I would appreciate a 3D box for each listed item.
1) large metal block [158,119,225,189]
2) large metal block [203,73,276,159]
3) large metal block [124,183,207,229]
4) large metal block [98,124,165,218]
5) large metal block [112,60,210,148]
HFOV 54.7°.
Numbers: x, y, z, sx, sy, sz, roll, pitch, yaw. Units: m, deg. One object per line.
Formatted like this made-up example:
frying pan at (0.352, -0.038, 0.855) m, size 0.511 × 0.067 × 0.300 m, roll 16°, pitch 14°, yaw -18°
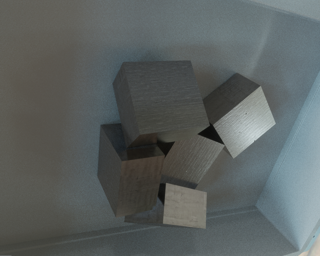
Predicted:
large metal block at (0.028, 0.033, 0.430) m, size 0.080 × 0.050 × 0.080 m, roll 21°, pitch 107°, yaw -36°
large metal block at (0.107, -0.017, 0.441) m, size 0.080 × 0.050 × 0.080 m, roll -40°, pitch 130°, yaw -2°
large metal block at (0.008, 0.112, 0.439) m, size 0.080 × 0.080 × 0.050 m, roll 21°, pitch 65°, yaw -38°
large metal block at (-0.040, 0.048, 0.381) m, size 0.050 × 0.080 × 0.079 m, roll -6°, pitch 121°, yaw -26°
large metal block at (-0.001, -0.027, 0.348) m, size 0.081 × 0.080 × 0.050 m, roll -7°, pitch 163°, yaw -24°
